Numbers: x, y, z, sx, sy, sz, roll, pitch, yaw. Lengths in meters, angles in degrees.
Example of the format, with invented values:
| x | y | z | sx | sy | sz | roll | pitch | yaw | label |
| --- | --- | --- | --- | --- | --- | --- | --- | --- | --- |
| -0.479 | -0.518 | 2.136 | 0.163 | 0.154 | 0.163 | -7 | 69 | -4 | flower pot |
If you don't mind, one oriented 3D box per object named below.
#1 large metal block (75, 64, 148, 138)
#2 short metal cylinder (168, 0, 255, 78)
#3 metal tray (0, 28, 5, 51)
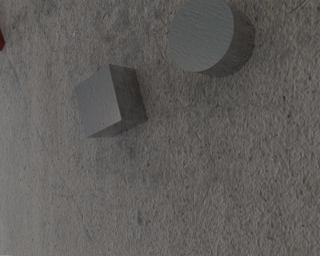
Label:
| x | y | z | sx | sy | sz | roll | pitch | yaw | label |
| --- | --- | --- | --- | --- | --- | --- | --- | --- | --- |
| -0.072 | -0.036 | 0.448 | 0.080 | 0.050 | 0.080 | -23 | 75 | 37 | large metal block |
| 0.056 | -0.099 | 0.342 | 0.080 | 0.050 | 0.079 | 0 | 90 | 40 | short metal cylinder |
| -0.422 | -0.240 | 0.711 | 0.030 | 0.091 | 0.130 | -40 | 66 | 33 | metal tray |
